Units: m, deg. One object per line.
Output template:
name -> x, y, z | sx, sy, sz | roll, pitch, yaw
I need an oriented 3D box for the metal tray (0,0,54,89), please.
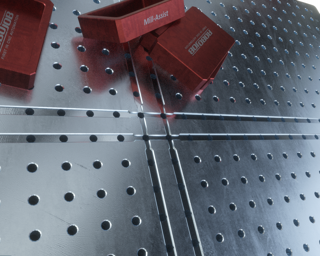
metal tray -> -0.187, -0.116, 0.374 | 0.091, 0.030, 0.130 | 13, 56, -21

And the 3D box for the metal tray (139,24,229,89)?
metal tray -> 0.042, -0.134, 0.510 | 0.130, 0.030, 0.090 | 36, 51, -5

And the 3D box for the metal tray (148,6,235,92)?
metal tray -> 0.052, -0.124, 0.472 | 0.090, 0.030, 0.131 | 39, 51, -2

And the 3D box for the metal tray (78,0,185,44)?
metal tray -> -0.038, -0.161, 0.444 | 0.090, 0.030, 0.131 | 20, 43, 39
